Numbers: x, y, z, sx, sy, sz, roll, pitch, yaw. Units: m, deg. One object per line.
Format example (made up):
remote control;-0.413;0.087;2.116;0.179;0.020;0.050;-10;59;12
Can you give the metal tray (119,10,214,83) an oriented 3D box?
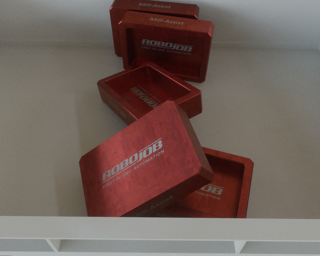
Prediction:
metal tray;0.009;-0.120;0.463;0.131;0.089;0.030;10;51;8

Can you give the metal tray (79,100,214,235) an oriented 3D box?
metal tray;-0.020;0.041;0.320;0.130;0.030;0.090;-32;53;16

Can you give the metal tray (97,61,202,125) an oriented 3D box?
metal tray;-0.017;-0.043;0.416;0.091;0.030;0.130;-26;40;-21

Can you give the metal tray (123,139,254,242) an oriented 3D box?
metal tray;0.032;0.063;0.349;0.131;0.030;0.090;14;51;11

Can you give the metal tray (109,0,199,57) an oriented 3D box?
metal tray;-0.008;-0.152;0.489;0.131;0.089;0.030;7;51;6
